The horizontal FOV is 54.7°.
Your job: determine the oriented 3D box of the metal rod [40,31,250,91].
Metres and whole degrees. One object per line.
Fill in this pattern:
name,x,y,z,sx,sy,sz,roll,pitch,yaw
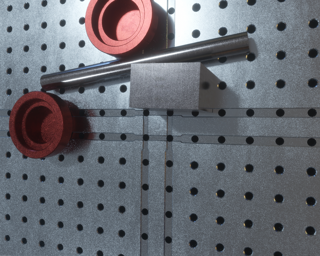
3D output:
metal rod,-0.034,-0.087,0.424,0.301,0.025,0.025,-7,88,19

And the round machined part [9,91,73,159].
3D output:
round machined part,-0.172,-0.005,0.464,0.098,0.042,0.097,0,90,20

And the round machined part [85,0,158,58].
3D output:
round machined part,-0.048,-0.144,0.420,0.098,0.042,0.097,0,90,20

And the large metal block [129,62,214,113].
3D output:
large metal block,0.017,-0.047,0.377,0.080,0.080,0.050,3,91,20
